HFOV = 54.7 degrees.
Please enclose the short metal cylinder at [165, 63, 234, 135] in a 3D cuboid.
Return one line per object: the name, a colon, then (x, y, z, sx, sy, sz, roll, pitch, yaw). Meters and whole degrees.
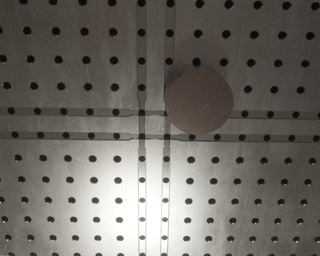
short metal cylinder: (0.046, -0.037, 0.387, 0.081, 0.050, 0.079, 0, 110, -1)
